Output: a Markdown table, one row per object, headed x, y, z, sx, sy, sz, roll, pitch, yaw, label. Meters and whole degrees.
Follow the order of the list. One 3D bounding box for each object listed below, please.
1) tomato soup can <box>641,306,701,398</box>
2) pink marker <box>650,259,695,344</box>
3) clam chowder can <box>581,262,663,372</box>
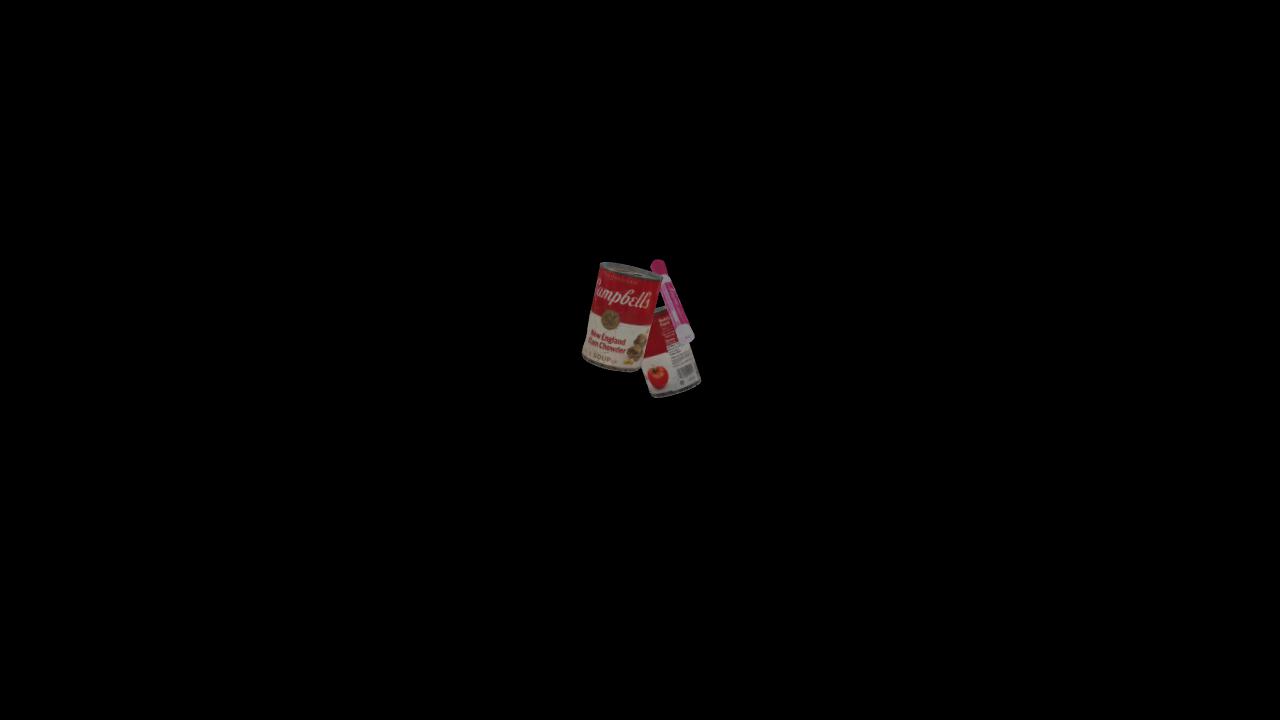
| x | y | z | sx | sy | sz | roll | pitch | yaw | label |
| --- | --- | --- | --- | --- | --- | --- | --- | --- | --- |
| 0.029 | -0.011 | 0.752 | 0.068 | 0.101 | 0.068 | -19 | 8 | 3 | tomato soup can |
| 0.036 | -0.071 | 0.718 | 0.020 | 0.121 | 0.020 | -14 | -32 | -9 | pink marker |
| -0.020 | -0.046 | 0.648 | 0.068 | 0.102 | 0.068 | 12 | 15 | -3 | clam chowder can |
